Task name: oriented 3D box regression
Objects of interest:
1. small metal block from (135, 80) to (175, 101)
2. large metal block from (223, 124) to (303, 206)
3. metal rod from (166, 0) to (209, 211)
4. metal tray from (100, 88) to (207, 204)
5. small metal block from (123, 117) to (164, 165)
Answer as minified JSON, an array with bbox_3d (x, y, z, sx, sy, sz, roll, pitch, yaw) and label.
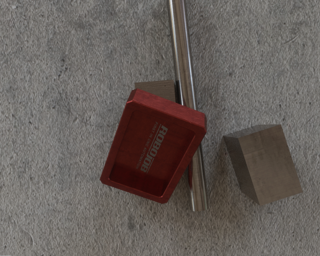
[{"bbox_3d":[-0.005,-0.036,0.410,0.050,0.025,0.050,-5,90,-1],"label":"small metal block"},{"bbox_3d":[0.123,0.041,0.384,0.050,0.080,0.080,-18,90,0],"label":"large metal block"},{"bbox_3d":[0.036,-0.041,0.410,0.025,0.025,0.298,-6,90,0],"label":"metal rod"},{"bbox_3d":[-0.011,0.027,0.369,0.090,0.030,0.129,20,123,-6],"label":"metal tray"},{"bbox_3d":[-0.019,0.017,0.398,0.050,0.025,0.050,13,124,-1],"label":"small metal block"}]
